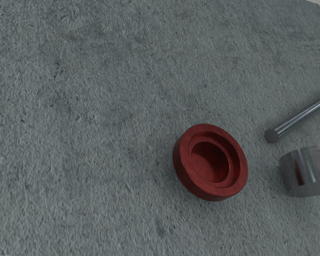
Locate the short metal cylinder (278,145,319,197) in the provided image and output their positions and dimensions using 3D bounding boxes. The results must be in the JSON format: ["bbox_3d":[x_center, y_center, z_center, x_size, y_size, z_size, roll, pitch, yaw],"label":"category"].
[{"bbox_3d":[0.219,0.064,0.448,0.081,0.080,0.050,9,58,-24],"label":"short metal cylinder"}]

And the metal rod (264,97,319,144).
[{"bbox_3d":[0.288,-0.037,0.580,0.302,0.025,0.025,-24,75,-37],"label":"metal rod"}]

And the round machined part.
[{"bbox_3d":[0.060,0.047,0.396,0.099,0.042,0.098,14,56,-21],"label":"round machined part"}]
